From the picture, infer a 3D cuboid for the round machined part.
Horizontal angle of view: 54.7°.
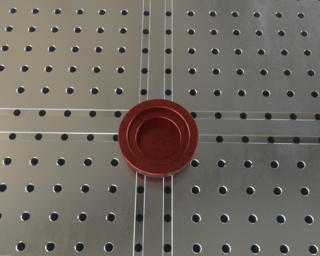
[{"bbox_3d":[-0.002,0.015,0.397,0.099,0.042,0.098,0,70,-1],"label":"round machined part"}]
